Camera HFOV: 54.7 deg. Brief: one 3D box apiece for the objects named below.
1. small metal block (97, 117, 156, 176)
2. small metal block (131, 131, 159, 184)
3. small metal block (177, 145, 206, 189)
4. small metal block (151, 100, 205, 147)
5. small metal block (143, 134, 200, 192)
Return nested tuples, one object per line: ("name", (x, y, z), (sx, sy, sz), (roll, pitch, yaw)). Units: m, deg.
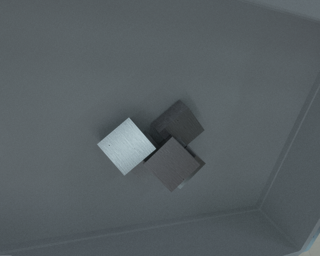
("small metal block", (-0.040, 0.022, 0.384), (0.050, 0.025, 0.050), (-41, 91, -1))
("small metal block", (-0.020, 0.040, 0.422), (0.050, 0.025, 0.050), (-41, 130, -1))
("small metal block", (0.028, 0.048, 0.437), (0.050, 0.050, 0.025), (-46, 130, 4))
("small metal block", (0.025, -0.001, 0.421), (0.050, 0.025, 0.050), (-41, 130, -1))
("small metal block", (0.014, 0.044, 0.395), (0.050, 0.025, 0.050), (-44, 96, 2))
